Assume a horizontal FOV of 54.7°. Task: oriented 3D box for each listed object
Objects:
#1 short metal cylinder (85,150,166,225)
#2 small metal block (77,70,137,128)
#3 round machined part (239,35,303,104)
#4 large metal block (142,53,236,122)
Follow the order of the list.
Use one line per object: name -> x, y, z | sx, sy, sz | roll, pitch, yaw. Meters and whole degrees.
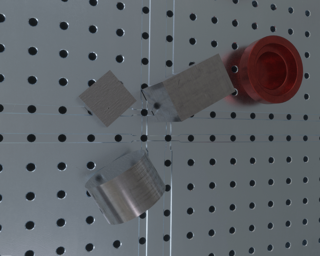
short metal cylinder -> -0.040, 0.068, 0.368 | 0.080, 0.080, 0.050 | -32, 101, -17
small metal block -> -0.067, -0.036, 0.388 | 0.050, 0.025, 0.050 | -44, 104, -15
round machined part -> 0.160, -0.084, 0.462 | 0.099, 0.042, 0.097 | 0, 90, -20
large metal block -> 0.033, -0.048, 0.395 | 0.080, 0.080, 0.050 | -29, 100, -18
